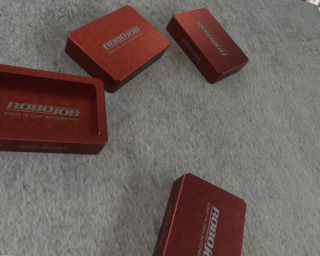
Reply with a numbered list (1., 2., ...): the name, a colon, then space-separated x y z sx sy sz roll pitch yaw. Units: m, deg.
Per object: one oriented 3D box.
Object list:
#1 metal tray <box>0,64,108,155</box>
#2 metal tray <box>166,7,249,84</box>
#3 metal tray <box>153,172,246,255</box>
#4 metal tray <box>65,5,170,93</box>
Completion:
1. metal tray: -0.128 -0.019 0.343 0.131 0.030 0.090 5 60 -26
2. metal tray: 0.083 -0.145 0.536 0.091 0.030 0.130 -29 78 -38
3. metal tray: 0.046 0.127 0.350 0.090 0.030 0.130 28 52 -11
4. metal tray: -0.057 -0.117 0.443 0.090 0.030 0.131 43 51 1
